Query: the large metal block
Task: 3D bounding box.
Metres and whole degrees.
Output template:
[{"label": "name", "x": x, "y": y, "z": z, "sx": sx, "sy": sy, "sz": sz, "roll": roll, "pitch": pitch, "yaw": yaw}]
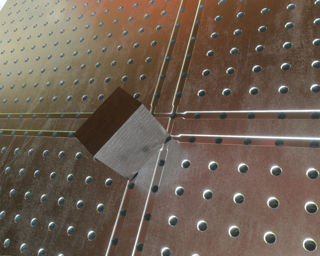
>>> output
[{"label": "large metal block", "x": -0.045, "y": 0.009, "z": 0.392, "sx": 0.080, "sy": 0.080, "sz": 0.050, "roll": -48, "pitch": 51, "yaw": -5}]
